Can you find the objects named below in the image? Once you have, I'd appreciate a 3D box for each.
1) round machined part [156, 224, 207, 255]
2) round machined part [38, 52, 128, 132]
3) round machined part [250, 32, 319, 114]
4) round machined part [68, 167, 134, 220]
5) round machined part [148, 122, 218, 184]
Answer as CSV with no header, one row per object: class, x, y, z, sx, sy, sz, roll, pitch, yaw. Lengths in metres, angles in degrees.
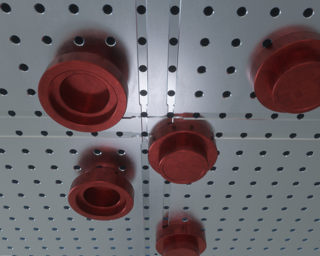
round machined part,0.041,0.230,0.596,0.099,0.042,0.097,0,130,0
round machined part,-0.086,-0.045,0.362,0.099,0.042,0.097,0,130,0
round machined part,0.158,-0.055,0.355,0.099,0.042,0.097,0,130,0
round machined part,-0.089,0.099,0.484,0.099,0.042,0.097,0,130,0
round machined part,0.032,0.042,0.436,0.099,0.042,0.097,0,130,0
